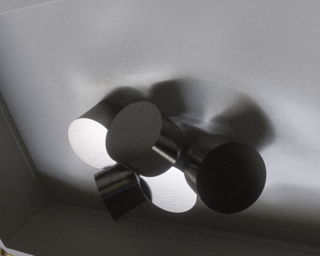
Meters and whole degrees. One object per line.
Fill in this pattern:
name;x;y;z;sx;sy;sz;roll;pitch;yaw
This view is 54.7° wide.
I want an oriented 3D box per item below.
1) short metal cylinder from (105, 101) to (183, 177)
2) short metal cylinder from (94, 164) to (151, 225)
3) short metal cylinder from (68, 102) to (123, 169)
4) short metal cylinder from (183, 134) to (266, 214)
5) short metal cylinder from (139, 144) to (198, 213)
short metal cylinder;-0.019;0.014;0.379;0.080;0.080;0.050;-8;150;31
short metal cylinder;-0.053;0.090;0.445;0.050;0.080;0.080;-27;109;-7
short metal cylinder;-0.080;0.010;0.436;0.080;0.050;0.079;13;124;20
short metal cylinder;0.073;0.051;0.356;0.081;0.050;0.079;-2;98;-11
short metal cylinder;0.020;0.067;0.420;0.080;0.050;0.079;13;124;20
